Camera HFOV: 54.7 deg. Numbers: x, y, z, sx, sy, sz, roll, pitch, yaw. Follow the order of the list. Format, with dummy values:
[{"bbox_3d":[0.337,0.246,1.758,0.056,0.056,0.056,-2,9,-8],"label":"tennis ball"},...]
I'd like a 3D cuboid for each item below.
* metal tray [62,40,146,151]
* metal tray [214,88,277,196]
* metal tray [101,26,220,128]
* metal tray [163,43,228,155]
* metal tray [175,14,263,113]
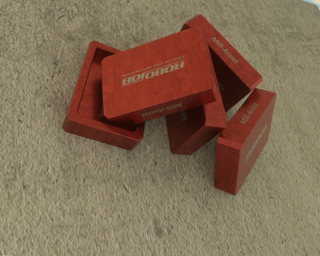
[{"bbox_3d":[-0.062,-0.044,0.397,0.091,0.030,0.130,18,54,-18],"label":"metal tray"},{"bbox_3d":[0.116,0.016,0.418,0.030,0.089,0.131,20,45,28],"label":"metal tray"},{"bbox_3d":[-0.004,-0.059,0.368,0.130,0.030,0.090,-15,62,13],"label":"metal tray"},{"bbox_3d":[0.038,-0.040,0.411,0.030,0.090,0.130,6,60,-26],"label":"metal tray"},{"bbox_3d":[0.076,-0.091,0.459,0.030,0.090,0.130,-41,85,-25],"label":"metal tray"}]
